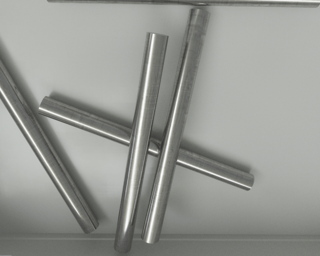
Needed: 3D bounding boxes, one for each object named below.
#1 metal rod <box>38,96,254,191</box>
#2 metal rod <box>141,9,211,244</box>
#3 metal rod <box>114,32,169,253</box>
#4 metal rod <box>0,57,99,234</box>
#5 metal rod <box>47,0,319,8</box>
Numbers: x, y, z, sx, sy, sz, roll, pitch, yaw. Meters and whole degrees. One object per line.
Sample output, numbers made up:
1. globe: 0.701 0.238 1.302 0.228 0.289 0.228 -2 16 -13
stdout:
1. metal rod: -0.012 0.024 0.420 0.302 0.025 0.025 21 109 -8
2. metal rod: 0.017 0.007 0.391 0.025 0.025 0.298 11 101 -5
3. metal rod: -0.028 0.033 0.395 0.025 0.025 0.298 9 110 -4
4. metal rod: -0.161 0.021 0.416 0.025 0.025 0.299 -22 109 7
5. metal rod: 0.024 -0.151 0.347 0.302 0.025 0.025 2 110 2
